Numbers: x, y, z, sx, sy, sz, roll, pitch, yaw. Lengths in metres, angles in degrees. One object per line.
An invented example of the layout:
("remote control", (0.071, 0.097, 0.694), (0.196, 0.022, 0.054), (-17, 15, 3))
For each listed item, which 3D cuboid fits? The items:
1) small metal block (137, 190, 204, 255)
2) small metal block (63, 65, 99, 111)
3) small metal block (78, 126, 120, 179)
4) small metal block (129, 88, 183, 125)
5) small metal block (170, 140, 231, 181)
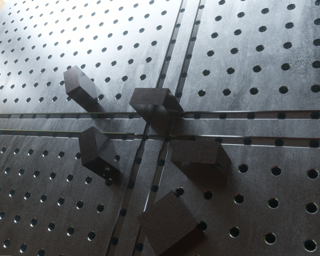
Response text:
("small metal block", (0.010, 0.106, 0.339), (0.050, 0.025, 0.050), (-38, 51, 2))
("small metal block", (-0.127, -0.064, 0.500), (0.025, 0.050, 0.050), (-28, 52, 11))
("small metal block", (-0.082, 0.033, 0.416), (0.025, 0.050, 0.050), (-28, 52, 11))
("small metal block", (-0.004, -0.029, 0.413), (0.050, 0.050, 0.025), (5, 64, 30))
("small metal block", (0.047, 0.036, 0.346), (0.050, 0.050, 0.025), (1, 63, 29))
